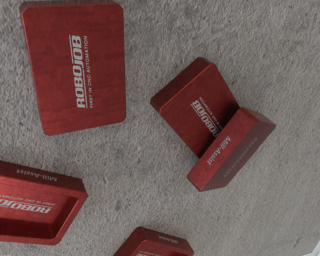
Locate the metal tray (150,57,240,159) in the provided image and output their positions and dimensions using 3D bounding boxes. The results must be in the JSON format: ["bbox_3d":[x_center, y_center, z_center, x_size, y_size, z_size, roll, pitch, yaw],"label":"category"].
[{"bbox_3d":[0.058,-0.020,0.423,0.090,0.030,0.130,-42,130,0],"label":"metal tray"}]

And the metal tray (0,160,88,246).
[{"bbox_3d":[-0.166,0.092,0.369,0.131,0.030,0.090,22,106,-37],"label":"metal tray"}]

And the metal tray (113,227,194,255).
[{"bbox_3d":[-0.013,0.226,0.535,0.131,0.030,0.090,31,101,-38],"label":"metal tray"}]

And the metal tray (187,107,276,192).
[{"bbox_3d":[0.106,0.034,0.456,0.091,0.030,0.129,8,122,-54],"label":"metal tray"}]

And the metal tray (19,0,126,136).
[{"bbox_3d":[-0.084,-0.061,0.320,0.091,0.030,0.129,-12,124,-22],"label":"metal tray"}]
